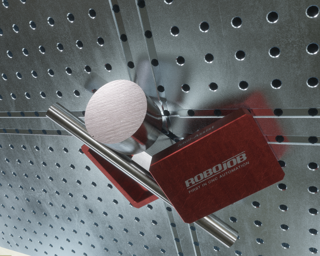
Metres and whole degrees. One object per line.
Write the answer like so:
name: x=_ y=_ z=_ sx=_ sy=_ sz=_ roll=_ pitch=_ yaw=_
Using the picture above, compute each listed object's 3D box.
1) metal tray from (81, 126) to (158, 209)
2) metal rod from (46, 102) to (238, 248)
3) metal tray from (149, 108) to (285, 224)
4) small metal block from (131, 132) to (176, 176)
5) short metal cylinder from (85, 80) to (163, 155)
metal tray: x=-0.044 y=0.052 z=0.458 sx=0.130 sy=0.030 sz=0.090 roll=49 pitch=129 yaw=-7
metal rod: x=-0.027 y=0.061 z=0.419 sx=0.301 sy=0.025 sz=0.025 roll=35 pitch=129 yaw=4
metal tray: x=0.065 y=0.046 z=0.365 sx=0.130 sy=0.030 sz=0.090 roll=-30 pitch=103 yaw=12
small metal block: x=-0.001 y=0.035 z=0.411 sx=0.050 sy=0.050 sz=0.025 roll=35 pitch=129 yaw=5
short metal cylinder: x=-0.043 y=-0.012 z=0.378 sx=0.080 sy=0.080 sz=0.050 roll=8 pitch=164 yaw=24
